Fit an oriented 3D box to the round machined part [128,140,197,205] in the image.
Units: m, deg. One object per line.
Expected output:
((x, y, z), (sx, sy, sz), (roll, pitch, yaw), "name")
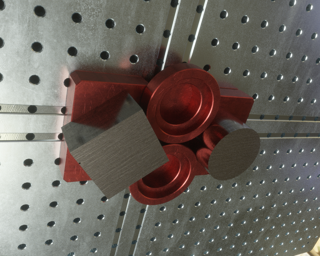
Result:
((-0.002, 0.053, 0.420), (0.099, 0.042, 0.097), (-14, 124, -21), "round machined part")

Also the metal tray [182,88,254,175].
((0.073, 0.008, 0.450), (0.091, 0.030, 0.129), (1, 118, -29), "metal tray")

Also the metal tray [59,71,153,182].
((-0.066, 0.001, 0.372), (0.091, 0.030, 0.129), (0, 119, -30), "metal tray")

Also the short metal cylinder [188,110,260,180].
((0.086, 0.023, 0.416), (0.081, 0.050, 0.079), (-14, 124, -21), "short metal cylinder")

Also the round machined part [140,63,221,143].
((0.021, -0.033, 0.379), (0.099, 0.042, 0.097), (-14, 124, -21), "round machined part")

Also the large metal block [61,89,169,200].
((-0.048, 0.018, 0.341), (0.080, 0.050, 0.080), (-32, 129, -7), "large metal block")
